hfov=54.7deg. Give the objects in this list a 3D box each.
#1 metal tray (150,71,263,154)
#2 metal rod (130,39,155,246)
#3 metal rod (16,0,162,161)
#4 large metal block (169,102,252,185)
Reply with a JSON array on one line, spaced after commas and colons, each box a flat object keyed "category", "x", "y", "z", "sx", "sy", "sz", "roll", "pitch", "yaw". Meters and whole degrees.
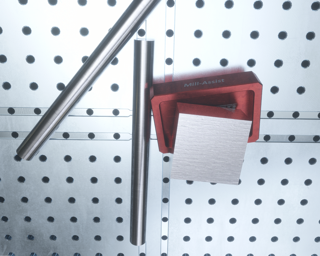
[{"category": "metal tray", "x": 0.058, "y": -0.018, "z": 0.392, "sx": 0.131, "sy": 0.030, "sz": 0.089, "roll": -7, "pitch": 126, "yaw": 2}, {"category": "metal rod", "x": -0.026, "y": 0.033, "z": 0.425, "sx": 0.025, "sy": 0.025, "sz": 0.298, "roll": 3, "pitch": 110, "yaw": -2}, {"category": "metal rod", "x": -0.086, "y": -0.070, "z": 0.386, "sx": 0.025, "sy": 0.025, "sz": 0.299, "roll": 39, "pitch": 105, "yaw": -14}, {"category": "large metal block", "x": 0.056, "y": 0.018, "z": 0.373, "sx": 0.081, "sy": 0.050, "sz": 0.079, "roll": 6, "pitch": 108, "yaw": -3}]
